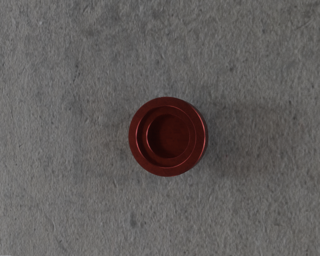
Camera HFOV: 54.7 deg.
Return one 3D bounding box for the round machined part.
[{"bbox_3d":[0.013,0.010,0.395,0.098,0.042,0.097,0,90,19],"label":"round machined part"}]
